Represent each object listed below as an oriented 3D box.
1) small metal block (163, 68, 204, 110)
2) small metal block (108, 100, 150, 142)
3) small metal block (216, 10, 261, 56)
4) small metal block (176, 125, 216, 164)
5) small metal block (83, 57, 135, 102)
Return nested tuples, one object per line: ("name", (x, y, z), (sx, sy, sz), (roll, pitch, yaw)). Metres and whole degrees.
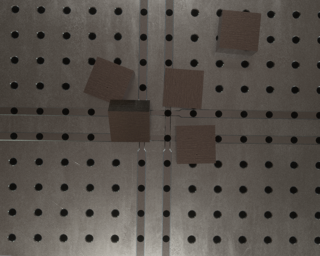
("small metal block", (0.030, -0.051, 0.414), (0.050, 0.025, 0.050), (4, 90, -1))
("small metal block", (-0.038, -0.009, 0.400), (0.050, 0.025, 0.050), (1, 129, -1))
("small metal block", (0.104, -0.127, 0.415), (0.050, 0.025, 0.050), (5, 90, -1))
("small metal block", (0.047, 0.021, 0.414), (0.050, 0.025, 0.050), (-1, 90, -1))
("small metal block", (-0.067, -0.060, 0.413), (0.050, 0.025, 0.050), (21, 90, -1))
